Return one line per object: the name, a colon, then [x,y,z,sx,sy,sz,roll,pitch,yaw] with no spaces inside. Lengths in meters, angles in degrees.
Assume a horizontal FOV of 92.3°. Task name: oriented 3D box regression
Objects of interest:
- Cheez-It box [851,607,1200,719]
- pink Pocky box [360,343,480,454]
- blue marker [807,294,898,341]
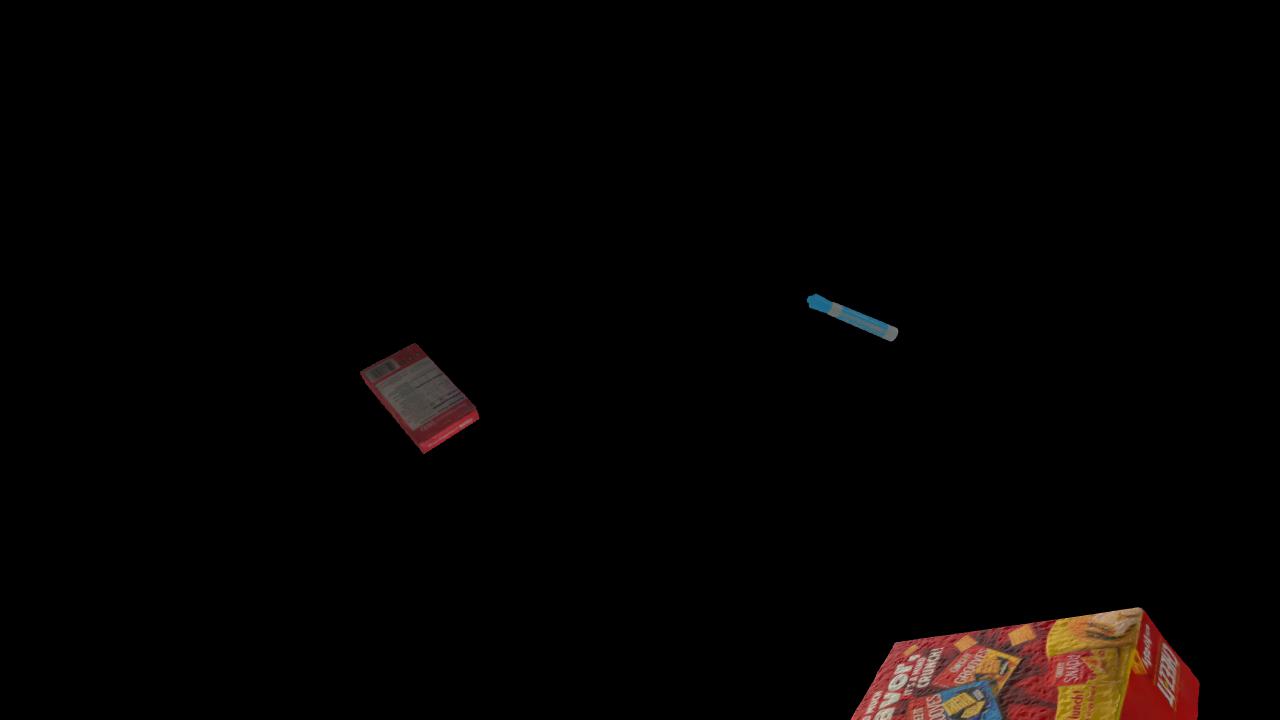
Cheez-It box: [0.259,0.274,0.451,0.166,0.071,0.223,-27,-11,-42]
pink Pocky box: [-0.290,0.047,0.808,0.084,0.029,0.155,-35,59,-29]
blue marker: [0.261,-0.053,0.759,0.121,0.020,0.020,21,-3,-8]
